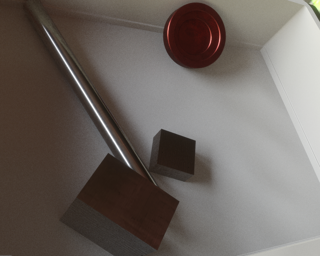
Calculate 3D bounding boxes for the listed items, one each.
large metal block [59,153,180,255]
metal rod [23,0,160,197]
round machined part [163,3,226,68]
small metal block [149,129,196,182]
[{"bbox_3d":[-0.042,0.081,0.300,0.080,0.080,0.050,35,51,-5],"label":"large metal block"},{"bbox_3d":[-0.089,-0.041,0.383,0.025,0.025,0.299,-25,75,-37],"label":"metal rod"},{"bbox_3d":[0.051,-0.144,0.492,0.099,0.042,0.097,-3,99,-19],"label":"round machined part"},{"bbox_3d":[0.016,0.035,0.395,0.050,0.025,0.050,19,54,-17],"label":"small metal block"}]
